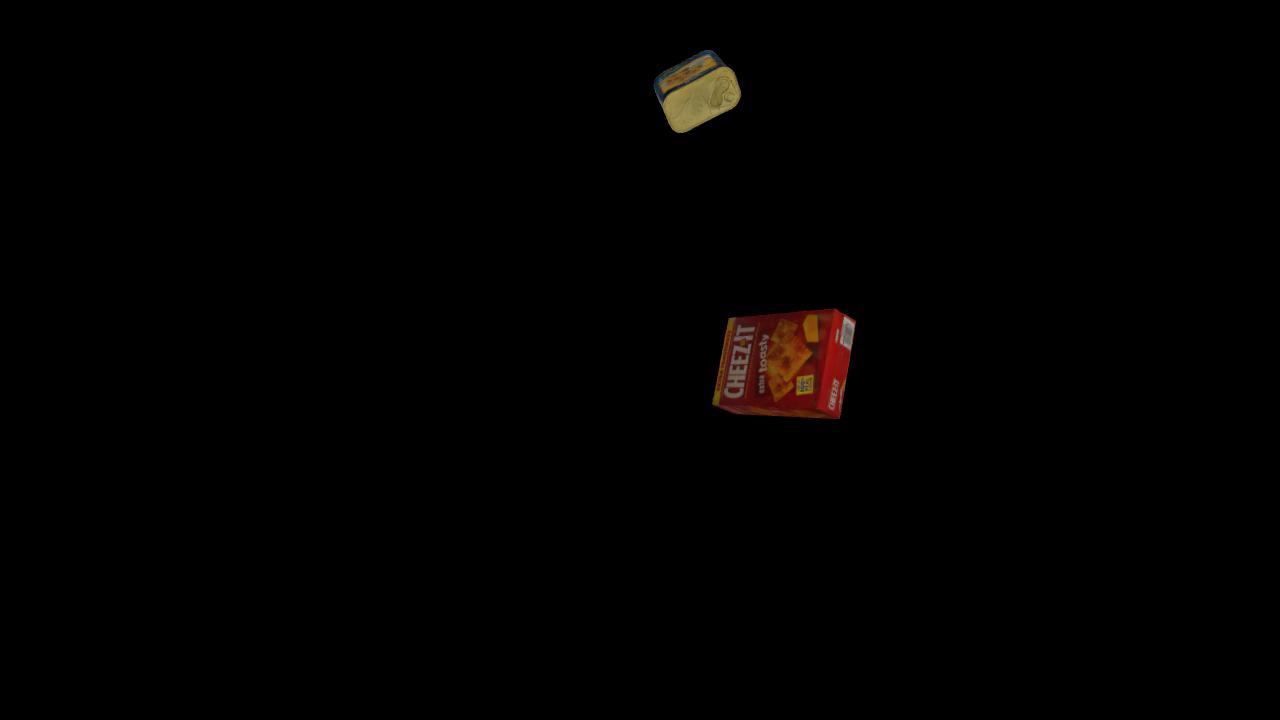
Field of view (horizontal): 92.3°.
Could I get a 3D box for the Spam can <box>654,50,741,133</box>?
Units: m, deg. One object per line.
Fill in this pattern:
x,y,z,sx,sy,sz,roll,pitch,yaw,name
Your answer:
0.073,-0.363,0.827,0.101,0.085,0.058,-24,-47,9,Spam can

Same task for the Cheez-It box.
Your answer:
0.233,0.007,1.023,0.071,0.166,0.223,23,-15,-37,Cheez-It box
